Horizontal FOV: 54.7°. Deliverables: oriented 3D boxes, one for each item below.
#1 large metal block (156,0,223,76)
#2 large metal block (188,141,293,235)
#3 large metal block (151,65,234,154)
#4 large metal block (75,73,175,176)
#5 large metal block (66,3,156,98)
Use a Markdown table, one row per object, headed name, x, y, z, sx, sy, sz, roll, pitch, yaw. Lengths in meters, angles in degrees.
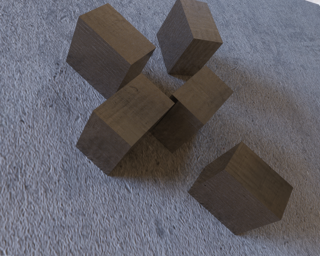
| name | x | y | z | sx | sy | sz | roll | pitch | yaw |
| --- | --- | --- | --- | --- | --- | --- | --- | --- | --- |
| large metal block | 0.042 | -0.137 | 0.474 | 0.050 | 0.080 | 0.080 | 0 | 62 | -28 |
| large metal block | 0.095 | 0.075 | 0.373 | 0.080 | 0.080 | 0.050 | 42 | 51 | 1 |
| large metal block | 0.037 | -0.024 | 0.403 | 0.050 | 0.080 | 0.080 | 44 | 51 | 2 |
| large metal block | -0.040 | -0.003 | 0.349 | 0.050 | 0.080 | 0.080 | 43 | 51 | 1 |
| large metal block | -0.064 | -0.092 | 0.390 | 0.080 | 0.080 | 0.050 | 43 | 51 | 1 |
